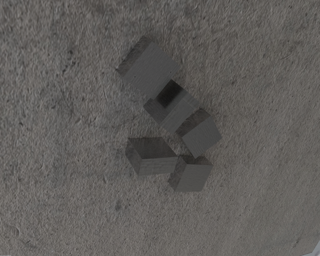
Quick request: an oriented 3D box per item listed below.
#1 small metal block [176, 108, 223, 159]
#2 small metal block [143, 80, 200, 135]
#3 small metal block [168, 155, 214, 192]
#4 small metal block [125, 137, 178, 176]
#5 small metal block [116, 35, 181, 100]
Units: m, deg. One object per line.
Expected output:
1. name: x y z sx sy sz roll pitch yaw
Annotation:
1. small metal block: 0.055 0.008 0.441 0.050 0.025 0.050 -37 129 -4
2. small metal block: 0.013 -0.028 0.380 0.050 0.050 0.025 -49 129 6
3. small metal block: 0.047 0.070 0.476 0.050 0.025 0.050 7 115 -32
4. small metal block: -0.012 0.036 0.406 0.050 0.050 0.025 -1 119 -28
5. small metal block: -0.013 -0.069 0.357 0.050 0.025 0.050 34 99 -39
